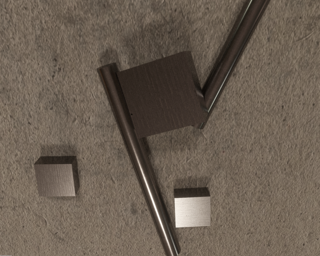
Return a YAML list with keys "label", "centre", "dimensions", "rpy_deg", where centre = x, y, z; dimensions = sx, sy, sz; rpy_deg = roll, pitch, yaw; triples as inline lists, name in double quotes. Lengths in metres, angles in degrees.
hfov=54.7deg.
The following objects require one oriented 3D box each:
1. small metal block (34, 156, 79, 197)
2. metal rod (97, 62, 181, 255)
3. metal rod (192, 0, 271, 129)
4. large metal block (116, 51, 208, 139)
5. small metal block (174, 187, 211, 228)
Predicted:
- label: "small metal block"
  centre: [-0.143, 0.067, 0.433]
  dimensions: [0.050, 0.025, 0.050]
  rpy_deg: [-1, 110, 0]
- label: "metal rod"
  centre: [-0.023, 0.057, 0.430]
  dimensions: [0.025, 0.025, 0.298]
  rpy_deg: [-16, 110, 5]
- label: "metal rod"
  centre: [0.106, -0.133, 0.362]
  dimensions: [0.025, 0.025, 0.298]
  rpy_deg: [22, 108, -9]
- label: "large metal block"
  centre: [0.006, -0.040, 0.368]
  dimensions: [0.080, 0.050, 0.080]
  rpy_deg: [-15, 100, 16]
- label: "small metal block"
  centre: [0.047, 0.116, 0.453]
  dimensions: [0.050, 0.025, 0.050]
  rpy_deg: [-3, 110, 0]
